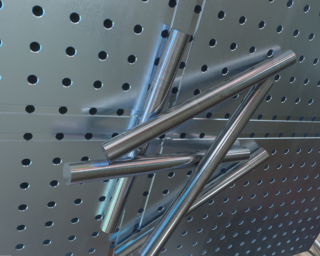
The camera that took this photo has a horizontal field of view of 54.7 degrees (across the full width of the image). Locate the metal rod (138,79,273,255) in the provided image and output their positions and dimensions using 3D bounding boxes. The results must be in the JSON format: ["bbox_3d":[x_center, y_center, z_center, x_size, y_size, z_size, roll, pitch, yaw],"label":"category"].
[{"bbox_3d":[0.069,0.050,0.431,0.300,0.025,0.025,-54,130,-10],"label":"metal rod"}]

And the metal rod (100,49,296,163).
[{"bbox_3d":[0.064,-0.037,0.402,0.302,0.025,0.025,-28,129,-20],"label":"metal rod"}]

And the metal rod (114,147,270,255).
[{"bbox_3d":[0.058,0.124,0.521,0.301,0.025,0.025,-32,129,-8],"label":"metal rod"}]

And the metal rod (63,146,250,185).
[{"bbox_3d":[0.020,0.046,0.427,0.302,0.025,0.025,-2,120,-37],"label":"metal rod"}]

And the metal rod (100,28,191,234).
[{"bbox_3d":[-0.026,0.018,0.409,0.025,0.025,0.298,8,115,-32],"label":"metal rod"}]
